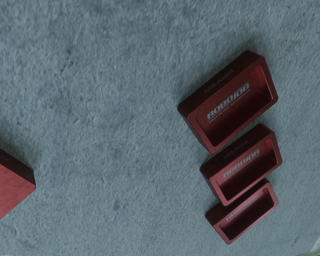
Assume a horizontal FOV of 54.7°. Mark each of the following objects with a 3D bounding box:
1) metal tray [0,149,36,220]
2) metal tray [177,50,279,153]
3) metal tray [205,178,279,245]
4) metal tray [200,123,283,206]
[{"bbox_3d":[-0.210,0.051,0.321,0.090,0.030,0.130,-41,130,-1],"label":"metal tray"},{"bbox_3d":[0.099,-0.035,0.438,0.130,0.030,0.090,-39,130,-2],"label":"metal tray"},{"bbox_3d":[0.158,0.155,0.588,0.130,0.030,0.090,-38,130,-3],"label":"metal tray"},{"bbox_3d":[0.139,0.063,0.521,0.130,0.030,0.090,-36,130,-5],"label":"metal tray"}]
